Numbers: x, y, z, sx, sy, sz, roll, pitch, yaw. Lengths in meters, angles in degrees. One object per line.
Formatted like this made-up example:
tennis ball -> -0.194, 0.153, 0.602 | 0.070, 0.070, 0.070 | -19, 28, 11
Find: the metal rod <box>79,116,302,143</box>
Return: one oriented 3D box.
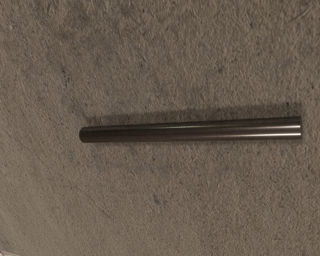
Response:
metal rod -> 0.018, 0.005, 0.399 | 0.300, 0.025, 0.025 | -2, 117, 29
